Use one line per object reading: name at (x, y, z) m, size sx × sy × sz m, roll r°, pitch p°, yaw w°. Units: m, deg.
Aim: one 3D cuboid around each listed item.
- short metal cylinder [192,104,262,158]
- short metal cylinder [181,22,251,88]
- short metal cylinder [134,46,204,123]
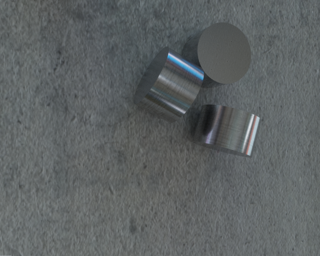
short metal cylinder at (0.089, 0.005, 0.414) m, size 0.081 × 0.080 × 0.050 m, roll 18°, pitch 84°, yaw -20°
short metal cylinder at (0.076, -0.097, 0.425) m, size 0.081 × 0.050 × 0.079 m, roll 0°, pitch 90°, yaw -21°
short metal cylinder at (0.009, -0.053, 0.384) m, size 0.050 × 0.080 × 0.080 m, roll 28°, pitch 81°, yaw -18°
